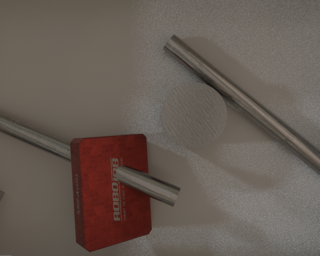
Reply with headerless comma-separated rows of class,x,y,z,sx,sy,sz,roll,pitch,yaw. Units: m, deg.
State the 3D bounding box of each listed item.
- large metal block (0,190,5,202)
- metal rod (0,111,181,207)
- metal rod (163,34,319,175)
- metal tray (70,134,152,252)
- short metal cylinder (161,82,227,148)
large metal block,-0.251,0.113,0.381,0.050,0.080,0.080,26,90,-1
metal rod,-0.118,0.028,0.391,0.301,0.025,0.025,22,90,6
metal rod,0.129,-0.020,0.413,0.300,0.025,0.025,39,90,-1
metal tray,-0.059,0.074,0.384,0.091,0.030,0.129,-4,90,-36
short metal cylinder,0.041,-0.016,0.400,0.081,0.050,0.079,0,90,-1
